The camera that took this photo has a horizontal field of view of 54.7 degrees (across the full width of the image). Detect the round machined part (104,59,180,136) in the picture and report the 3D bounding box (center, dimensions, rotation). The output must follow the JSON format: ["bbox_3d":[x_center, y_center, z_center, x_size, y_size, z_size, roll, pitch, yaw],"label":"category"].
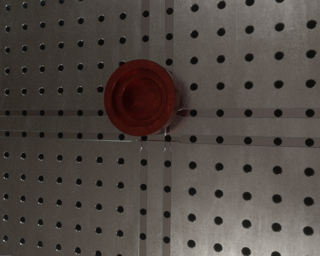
[{"bbox_3d":[-0.020,-0.038,0.410,0.098,0.042,0.097,0,90,19],"label":"round machined part"}]
